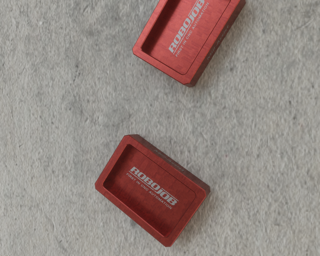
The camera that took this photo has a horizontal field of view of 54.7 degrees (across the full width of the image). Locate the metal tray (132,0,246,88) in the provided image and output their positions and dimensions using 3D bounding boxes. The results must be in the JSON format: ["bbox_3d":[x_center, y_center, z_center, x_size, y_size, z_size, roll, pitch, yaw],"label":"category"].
[{"bbox_3d":[0.035,-0.129,0.393,0.090,0.030,0.129,34,101,16],"label":"metal tray"}]

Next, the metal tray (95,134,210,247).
[{"bbox_3d":[-0.012,0.079,0.409,0.130,0.030,0.090,35,101,16],"label":"metal tray"}]
